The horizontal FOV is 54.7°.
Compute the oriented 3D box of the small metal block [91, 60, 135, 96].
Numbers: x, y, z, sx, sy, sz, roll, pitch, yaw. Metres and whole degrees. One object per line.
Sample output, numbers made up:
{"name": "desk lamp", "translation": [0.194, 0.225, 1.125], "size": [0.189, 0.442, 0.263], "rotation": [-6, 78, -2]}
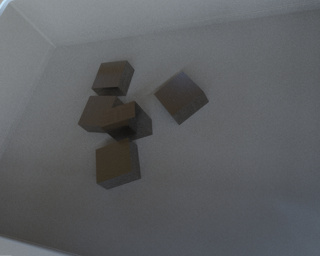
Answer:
{"name": "small metal block", "translation": [-0.074, -0.077, 0.490], "size": [0.050, 0.025, 0.050], "rotation": [1, 62, 28]}

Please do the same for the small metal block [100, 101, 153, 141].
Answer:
{"name": "small metal block", "translation": [-0.044, -0.006, 0.415], "size": [0.050, 0.050, 0.025], "rotation": [-17, 55, 18]}

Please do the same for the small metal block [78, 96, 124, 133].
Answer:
{"name": "small metal block", "translation": [-0.087, -0.020, 0.462], "size": [0.050, 0.025, 0.050], "rotation": [3, 63, 29]}

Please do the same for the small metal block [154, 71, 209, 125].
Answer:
{"name": "small metal block", "translation": [0.028, -0.040, 0.415], "size": [0.050, 0.025, 0.050], "rotation": [-39, 51, 2]}

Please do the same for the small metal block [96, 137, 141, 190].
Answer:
{"name": "small metal block", "translation": [-0.055, 0.047, 0.404], "size": [0.050, 0.025, 0.050], "rotation": [-21, 54, 15]}
